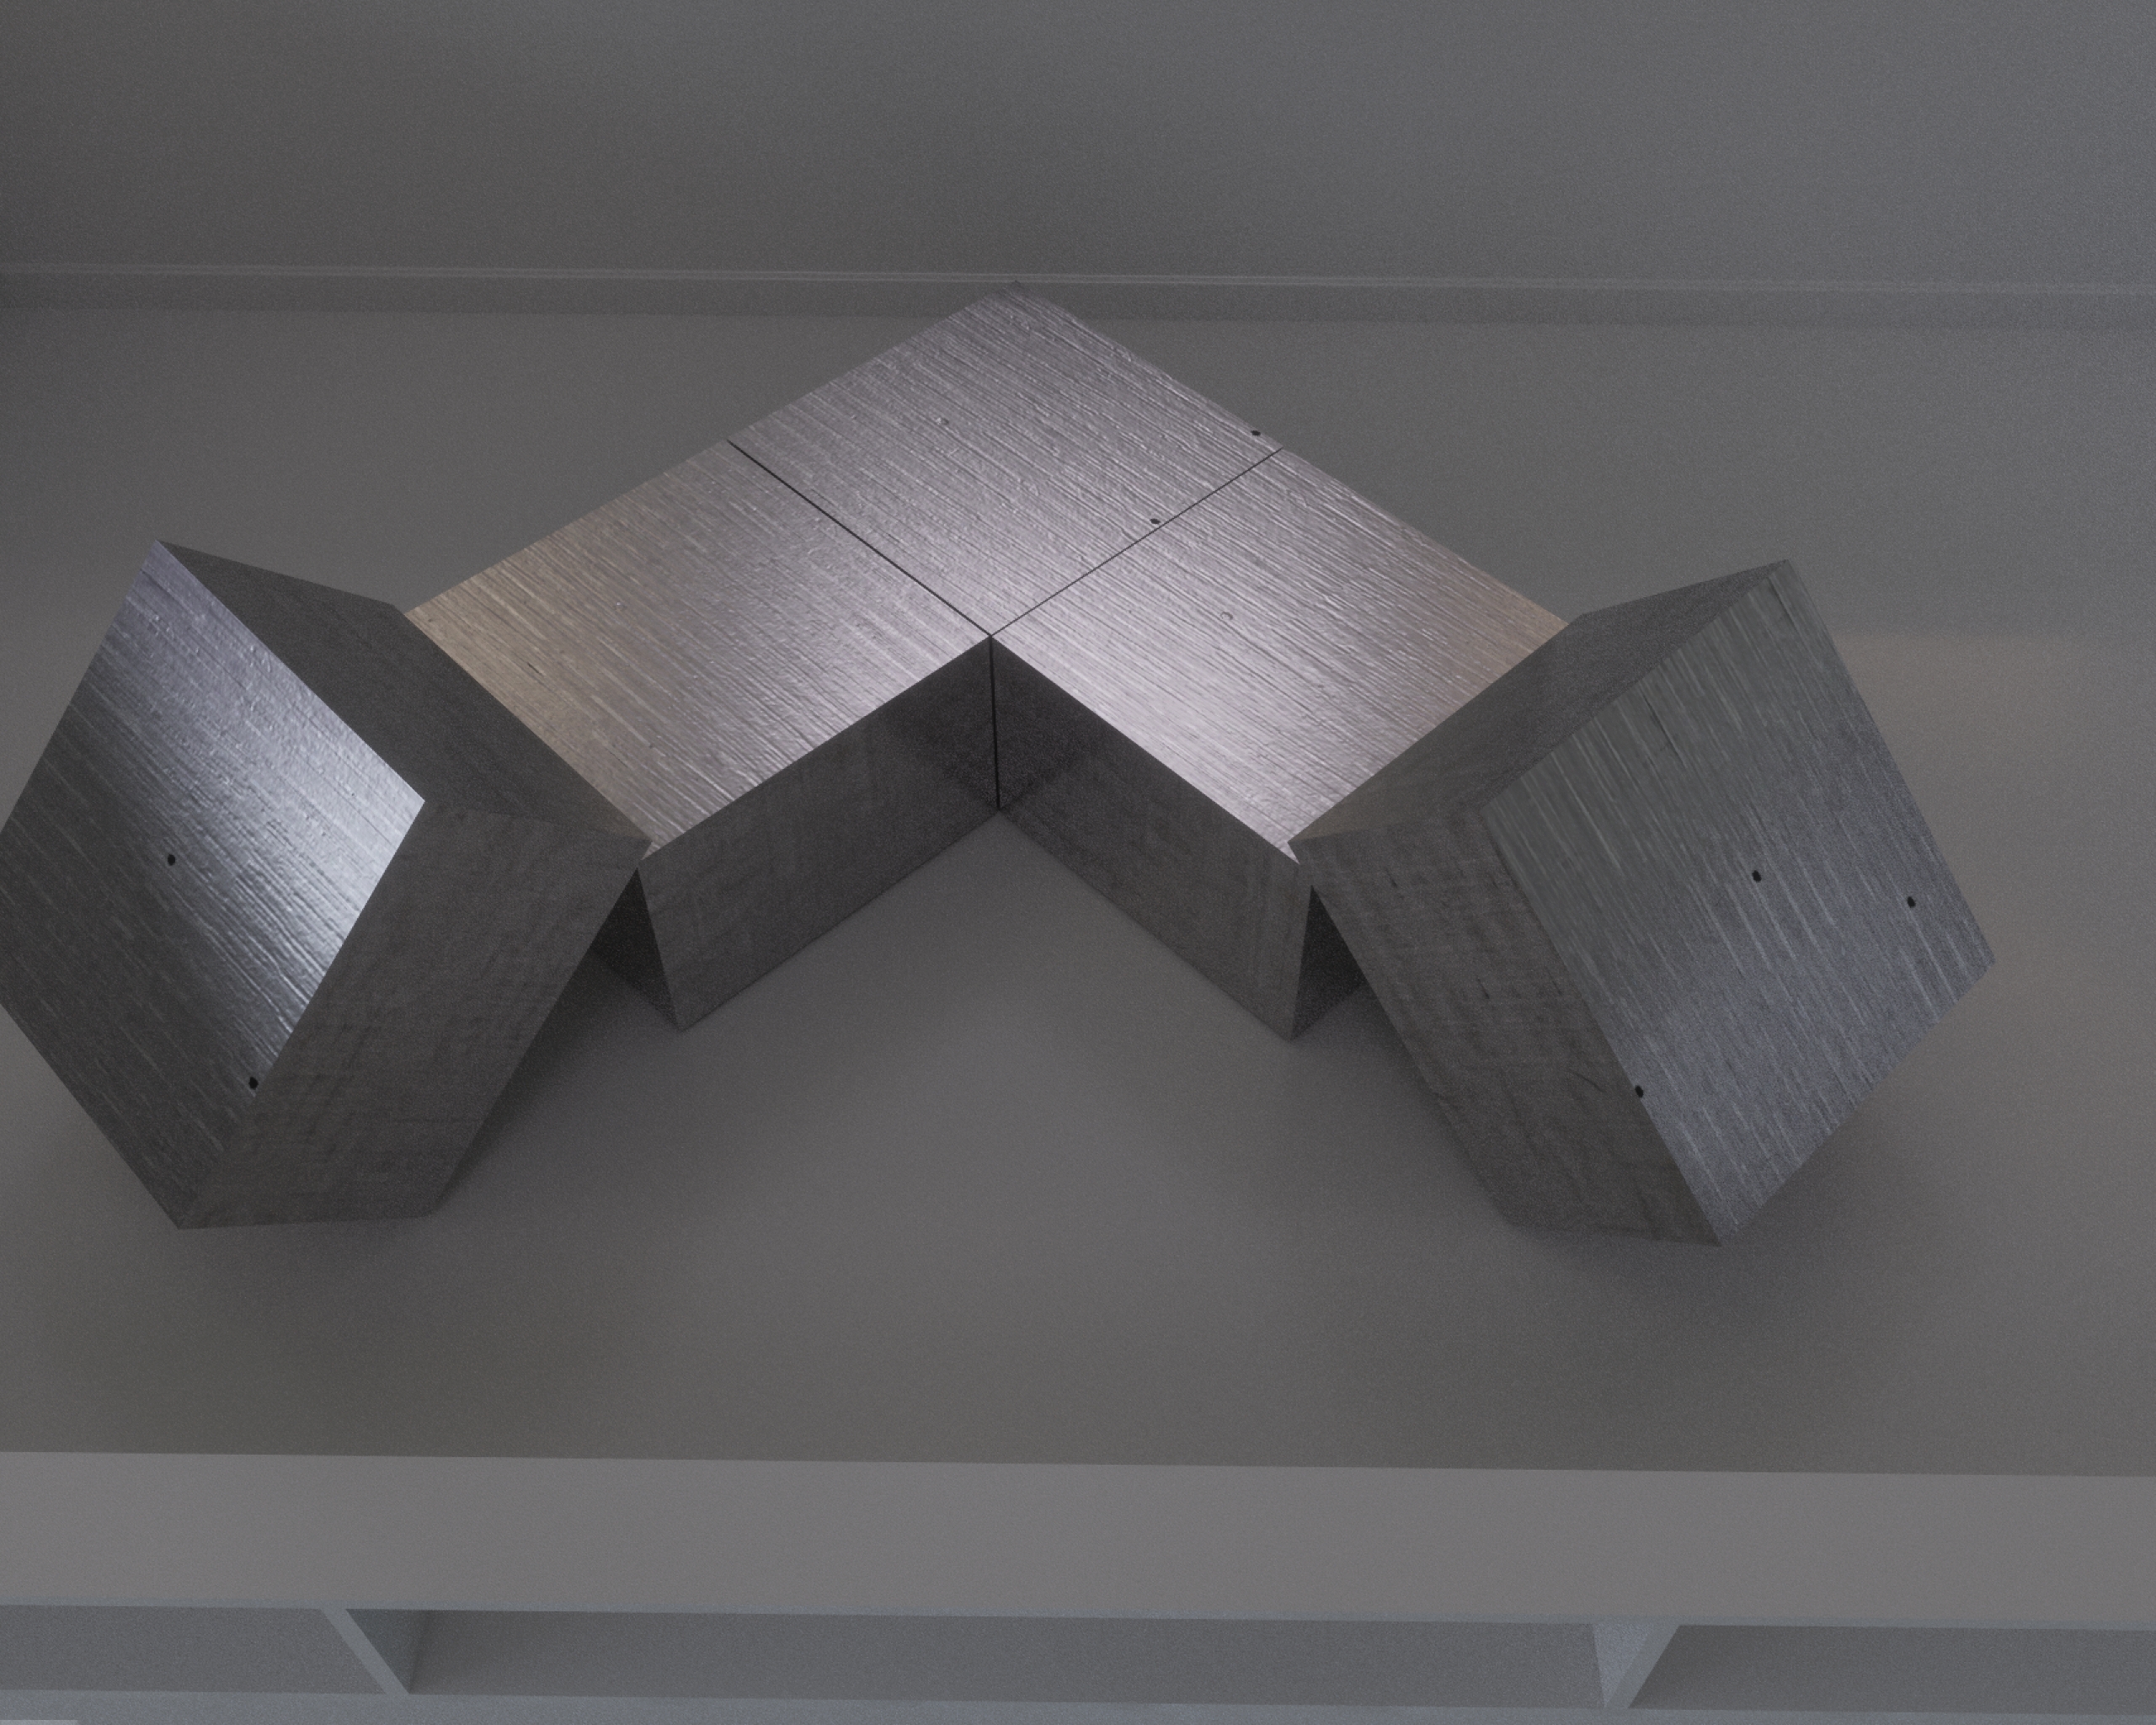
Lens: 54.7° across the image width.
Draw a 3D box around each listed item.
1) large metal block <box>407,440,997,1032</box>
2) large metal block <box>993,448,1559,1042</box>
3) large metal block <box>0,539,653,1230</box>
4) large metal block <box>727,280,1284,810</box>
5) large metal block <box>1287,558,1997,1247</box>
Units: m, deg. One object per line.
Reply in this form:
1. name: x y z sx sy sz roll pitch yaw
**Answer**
1. large metal block: -0.073 -0.027 0.409 0.080 0.050 0.080 -36 59 -27
2. large metal block: 0.041 -0.025 0.408 0.080 0.050 0.080 -36 59 -27
3. large metal block: -0.133 0.004 0.354 0.080 0.050 0.080 39 102 27
4. large metal block: -0.015 -0.070 0.445 0.080 0.050 0.080 -36 59 -27
5. large metal block: 0.096 0.007 0.354 0.080 0.050 0.080 -36 102 -26
